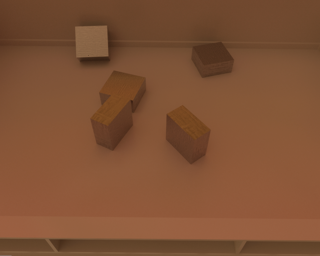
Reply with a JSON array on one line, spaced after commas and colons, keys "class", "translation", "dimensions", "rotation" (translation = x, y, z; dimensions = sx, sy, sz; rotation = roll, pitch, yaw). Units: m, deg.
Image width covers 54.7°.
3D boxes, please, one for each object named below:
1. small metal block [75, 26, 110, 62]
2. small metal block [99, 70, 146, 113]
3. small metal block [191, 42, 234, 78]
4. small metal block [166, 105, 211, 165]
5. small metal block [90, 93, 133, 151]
[{"class": "small metal block", "translation": [-0.108, -0.136, 0.502], "dimensions": [0.050, 0.025, 0.050], "rotation": [-3, 88, -3]}, {"class": "small metal block", "translation": [-0.053, -0.053, 0.449], "dimensions": [0.050, 0.025, 0.050], "rotation": [14, 51, 11]}, {"class": "small metal block", "translation": [0.084, -0.111, 0.499], "dimensions": [0.050, 0.025, 0.050], "rotation": [-12, 51, -11]}, {"class": "small metal block", "translation": [0.033, 0.008, 0.382], "dimensions": [0.025, 0.050, 0.050], "rotation": [-30, 57, -23]}, {"class": "small metal block", "translation": [-0.060, -0.008, 0.395], "dimensions": [0.025, 0.050, 0.050], "rotation": [22, 53, 17]}]
